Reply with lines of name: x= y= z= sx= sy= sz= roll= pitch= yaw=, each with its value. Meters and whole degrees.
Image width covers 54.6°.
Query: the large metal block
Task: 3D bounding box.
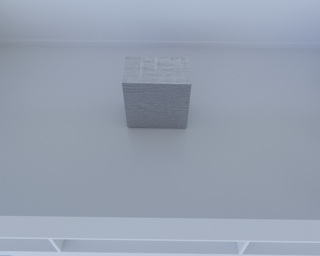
large metal block: x=-0.003 y=-0.045 z=0.405 sx=0.080 sy=0.080 sz=0.050 roll=1 pitch=50 yaw=0
